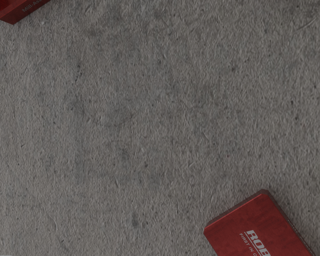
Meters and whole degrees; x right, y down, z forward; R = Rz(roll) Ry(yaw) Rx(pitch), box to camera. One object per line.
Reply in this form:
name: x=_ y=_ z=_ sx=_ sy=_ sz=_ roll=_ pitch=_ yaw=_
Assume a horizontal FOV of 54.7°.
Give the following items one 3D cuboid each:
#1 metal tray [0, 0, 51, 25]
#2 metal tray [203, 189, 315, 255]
metal tray: x=-0.208 y=-0.232 z=0.479 sx=0.130 sy=0.030 sz=0.090 roll=-23 pitch=82 yaw=18
metal tray: x=0.125 y=0.150 z=0.362 sx=0.090 sy=0.030 sz=0.130 roll=-37 pitch=78 yaw=16
